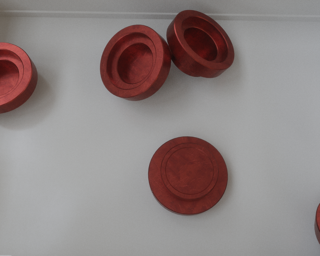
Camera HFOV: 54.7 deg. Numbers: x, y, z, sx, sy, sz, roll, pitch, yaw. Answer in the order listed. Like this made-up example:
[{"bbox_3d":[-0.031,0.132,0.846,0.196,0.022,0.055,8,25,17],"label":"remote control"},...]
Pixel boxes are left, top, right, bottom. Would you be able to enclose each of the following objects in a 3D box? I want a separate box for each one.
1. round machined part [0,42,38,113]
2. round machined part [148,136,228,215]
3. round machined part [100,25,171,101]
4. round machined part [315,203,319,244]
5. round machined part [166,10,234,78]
[{"bbox_3d":[-0.216,-0.064,0.421,0.099,0.042,0.098,0,70,-1],"label":"round machined part"},{"bbox_3d":[0.034,0.056,0.381,0.099,0.042,0.098,0,70,-1],"label":"round machined part"},{"bbox_3d":[-0.029,-0.084,0.416,0.098,0.042,0.097,-4,80,27],"label":"round machined part"},{"bbox_3d":[0.227,0.119,0.344,0.098,0.042,0.098,-10,39,8],"label":"round machined part"},{"bbox_3d":[0.051,-0.110,0.427,0.099,0.042,0.098,15,58,-25],"label":"round machined part"}]
